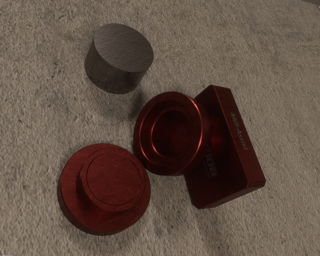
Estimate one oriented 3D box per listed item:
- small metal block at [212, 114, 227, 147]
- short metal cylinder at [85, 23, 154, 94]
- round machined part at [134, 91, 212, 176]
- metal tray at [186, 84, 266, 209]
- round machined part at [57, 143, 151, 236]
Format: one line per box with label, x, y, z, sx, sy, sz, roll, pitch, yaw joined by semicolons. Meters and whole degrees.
small metal block;0.069;0.008;0.428;0.050;0.025;0.050;-5;63;-53
short metal cylinder;-0.055;-0.092;0.416;0.081;0.050;0.080;14;56;-21
round machined part;0.019;0.009;0.370;0.042;0.098;0.098;15;51;-51
metal tray;0.065;0.024;0.382;0.030;0.090;0.130;5;59;-36
round machined part;-0.054;0.060;0.328;0.099;0.042;0.098;14;56;-21
